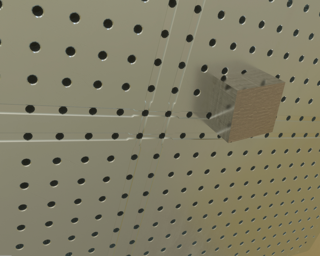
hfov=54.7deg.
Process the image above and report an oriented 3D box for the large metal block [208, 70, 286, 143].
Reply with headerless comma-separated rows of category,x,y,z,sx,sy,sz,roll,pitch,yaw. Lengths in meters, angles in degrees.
large metal block,0.122,-0.033,0.444,0.081,0.050,0.079,-12,124,-23
